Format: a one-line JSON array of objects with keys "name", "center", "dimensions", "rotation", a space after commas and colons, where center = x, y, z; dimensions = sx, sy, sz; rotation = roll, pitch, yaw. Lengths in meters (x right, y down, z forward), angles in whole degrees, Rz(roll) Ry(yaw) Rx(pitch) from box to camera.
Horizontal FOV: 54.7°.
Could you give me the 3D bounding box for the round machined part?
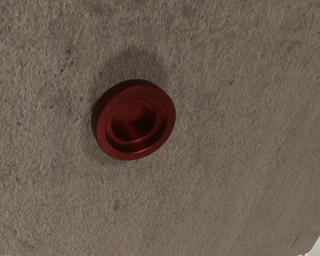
[{"name": "round machined part", "center": [-0.034, -0.013, 0.371], "dimensions": [0.099, 0.042, 0.097], "rotation": [-14, 125, -21]}]
